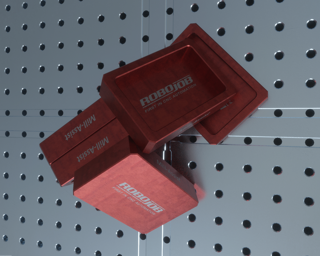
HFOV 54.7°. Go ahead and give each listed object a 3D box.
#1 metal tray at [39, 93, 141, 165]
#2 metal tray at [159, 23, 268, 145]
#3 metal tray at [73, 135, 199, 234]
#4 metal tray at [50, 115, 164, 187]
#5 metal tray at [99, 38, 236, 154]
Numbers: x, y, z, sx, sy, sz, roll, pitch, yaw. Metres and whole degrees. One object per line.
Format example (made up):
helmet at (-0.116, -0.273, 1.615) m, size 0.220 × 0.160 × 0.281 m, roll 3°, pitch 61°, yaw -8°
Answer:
metal tray at (-0.078, 0.000, 0.404) m, size 0.130 × 0.090 × 0.030 m, roll -34°, pitch 79°, yaw 16°
metal tray at (0.057, -0.054, 0.388) m, size 0.090 × 0.030 × 0.130 m, roll -45°, pitch 77°, yaw 14°
metal tray at (-0.026, 0.074, 0.371) m, size 0.090 × 0.130 × 0.030 m, roll -34°, pitch 38°, yaw 17°
metal tray at (-0.062, 0.025, 0.397) m, size 0.130 × 0.090 × 0.030 m, roll -34°, pitch 79°, yaw 16°
metal tray at (0.011, -0.041, 0.348) m, size 0.131 × 0.030 × 0.090 m, roll -31°, pitch 76°, yaw -29°
